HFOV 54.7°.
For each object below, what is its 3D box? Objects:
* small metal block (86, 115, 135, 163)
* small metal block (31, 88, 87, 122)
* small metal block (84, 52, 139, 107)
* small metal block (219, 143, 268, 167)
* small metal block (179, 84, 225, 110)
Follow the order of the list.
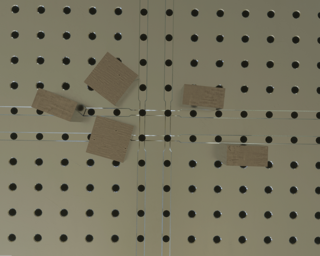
[{"bbox_3d":[-0.065,0.014,0.413,0.050,0.025,0.050,16,90,-1],"label":"small metal block"},{"bbox_3d":[-0.128,-0.028,0.399,0.050,0.050,0.025,21,90,-1],"label":"small metal block"},{"bbox_3d":[-0.063,-0.064,0.413,0.050,0.025,0.050,38,90,-1],"label":"small metal block"},{"bbox_3d":[0.106,0.034,0.402,0.050,0.050,0.025,2,90,-1],"label":"small metal block"},{"bbox_3d":[0.053,-0.039,0.402,0.050,0.050,0.025,6,90,-1],"label":"small metal block"}]
